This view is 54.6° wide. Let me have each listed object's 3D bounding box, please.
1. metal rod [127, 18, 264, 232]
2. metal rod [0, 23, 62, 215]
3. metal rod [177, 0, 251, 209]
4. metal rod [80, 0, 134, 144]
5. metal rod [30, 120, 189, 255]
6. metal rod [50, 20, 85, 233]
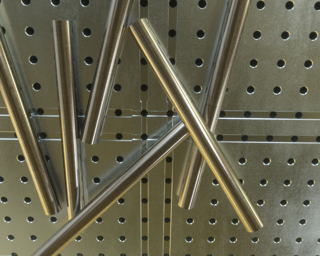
[{"bbox_3d":[0.049,0.003,0.389,0.025,0.025,0.299,-30,98,10],"label":"metal rod"},{"bbox_3d":[-0.183,-0.017,0.405,0.025,0.025,0.298,-10,110,3],"label":"metal rod"},{"bbox_3d":[0.067,-0.026,0.404,0.025,0.025,0.298,11,110,-4],"label":"metal rod"},{"bbox_3d":[-0.053,-0.118,0.369,0.025,0.025,0.298,16,109,-6],"label":"metal rod"},{"bbox_3d":[-0.070,0.094,0.428,0.300,0.025,0.025,-43,105,6],"label":"metal rod"},{"bbox_3d":[-0.120,0.013,0.417,0.025,0.025,0.298,1,110,-1],"label":"metal rod"}]
